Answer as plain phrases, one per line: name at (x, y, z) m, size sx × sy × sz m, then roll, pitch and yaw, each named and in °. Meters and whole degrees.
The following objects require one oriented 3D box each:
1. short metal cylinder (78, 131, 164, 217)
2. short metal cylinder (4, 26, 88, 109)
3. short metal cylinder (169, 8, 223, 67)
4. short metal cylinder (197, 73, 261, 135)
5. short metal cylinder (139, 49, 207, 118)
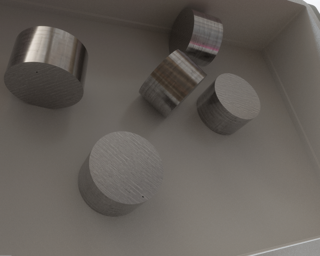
short metal cylinder at (-0.043, 0.050, 0.337) m, size 0.081 × 0.050 × 0.080 m, roll 14°, pitch 56°, yaw -21°
short metal cylinder at (-0.123, -0.065, 0.344) m, size 0.081 × 0.080 × 0.050 m, roll 13°, pitch 57°, yaw -22°
short metal cylinder at (0.055, -0.142, 0.488) m, size 0.050 × 0.080 × 0.080 m, roll 9°, pitch 58°, yaw -24°
short metal cylinder at (0.103, -0.036, 0.469) m, size 0.081 × 0.050 × 0.080 m, roll 14°, pitch 56°, yaw -21°
short metal cylinder at (0.017, -0.059, 0.417) m, size 0.050 × 0.080 × 0.080 m, roll 44°, pitch 51°, yaw 1°
